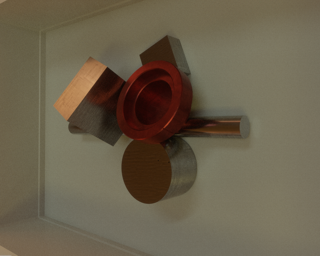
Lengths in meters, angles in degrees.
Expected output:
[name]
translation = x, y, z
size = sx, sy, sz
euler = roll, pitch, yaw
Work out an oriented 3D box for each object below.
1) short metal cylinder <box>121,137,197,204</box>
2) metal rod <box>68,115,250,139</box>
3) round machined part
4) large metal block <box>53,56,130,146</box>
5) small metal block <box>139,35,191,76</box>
[short metal cylinder]
translation = -0.002, 0.050, 0.387
size = 0.080, 0.050, 0.079
euler = 0, 90, 39
[metal rod]
translation = -0.026, -0.001, 0.422
size = 0.300, 0.025, 0.025
euler = 0, 90, 39
[round machined part]
translation = -0.002, -0.027, 0.369
size = 0.098, 0.042, 0.098
euler = -16, 63, 34
[large metal block]
translation = -0.077, -0.034, 0.411
size = 0.080, 0.080, 0.050
euler = -54, 44, 0
[small metal block]
translation = 0.006, -0.082, 0.399
size = 0.050, 0.025, 0.050
euler = -26, 74, 36
